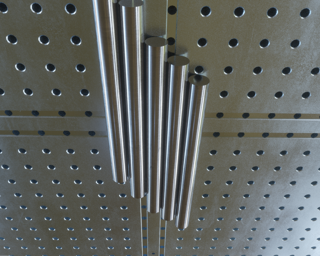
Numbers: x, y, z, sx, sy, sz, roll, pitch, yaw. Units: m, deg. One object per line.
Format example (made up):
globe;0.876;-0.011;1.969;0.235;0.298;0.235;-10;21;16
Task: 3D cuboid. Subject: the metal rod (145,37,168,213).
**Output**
metal rod;-0.007;0.021;0.428;0.025;0.025;0.298;1;130;-1

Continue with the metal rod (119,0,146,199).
metal rod;-0.032;-0.010;0.401;0.025;0.025;0.298;1;130;-1

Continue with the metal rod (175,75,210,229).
metal rod;0.042;0.057;0.460;0.025;0.025;0.298;1;130;-1

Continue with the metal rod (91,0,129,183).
metal rod;-0.057;-0.039;0.377;0.025;0.025;0.298;1;130;-1

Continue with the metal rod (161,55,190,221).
metal rod;0.017;0.038;0.443;0.025;0.025;0.298;1;130;-1
